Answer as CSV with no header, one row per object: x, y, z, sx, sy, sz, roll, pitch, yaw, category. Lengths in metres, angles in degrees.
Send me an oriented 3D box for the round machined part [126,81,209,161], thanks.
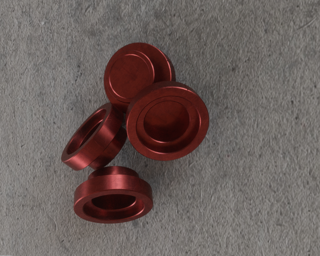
0.007,-0.012,0.380,0.099,0.042,0.097,-5,118,-9,round machined part

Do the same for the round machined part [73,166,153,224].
-0.060,0.084,0.401,0.098,0.098,0.042,-23,49,18,round machined part

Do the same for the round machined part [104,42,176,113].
-0.032,-0.065,0.411,0.098,0.042,0.097,0,90,20,round machined part

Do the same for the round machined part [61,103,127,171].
-0.081,0.017,0.409,0.098,0.098,0.042,-41,113,15,round machined part
